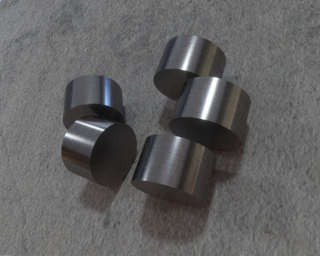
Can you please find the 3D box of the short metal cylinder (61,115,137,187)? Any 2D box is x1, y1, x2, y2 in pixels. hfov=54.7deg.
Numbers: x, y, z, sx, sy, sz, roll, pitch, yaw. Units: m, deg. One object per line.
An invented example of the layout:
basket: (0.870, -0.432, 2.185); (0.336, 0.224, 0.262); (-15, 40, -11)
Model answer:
short metal cylinder: (-0.074, 0.027, 0.389); (0.050, 0.080, 0.080); (15, 69, 34)

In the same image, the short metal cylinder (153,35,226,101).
short metal cylinder: (0.038, -0.070, 0.391); (0.080, 0.080, 0.050); (6, 65, 30)

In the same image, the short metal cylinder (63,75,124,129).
short metal cylinder: (-0.092, -0.028, 0.433); (0.080, 0.080, 0.050); (-19, 55, 16)

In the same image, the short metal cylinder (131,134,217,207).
short metal cylinder: (0.015, 0.047, 0.331); (0.080, 0.080, 0.050); (5, 64, 30)

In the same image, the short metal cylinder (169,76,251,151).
short metal cylinder: (0.056, -0.014, 0.347); (0.080, 0.080, 0.050); (7, 65, 31)
